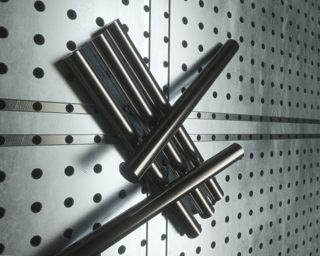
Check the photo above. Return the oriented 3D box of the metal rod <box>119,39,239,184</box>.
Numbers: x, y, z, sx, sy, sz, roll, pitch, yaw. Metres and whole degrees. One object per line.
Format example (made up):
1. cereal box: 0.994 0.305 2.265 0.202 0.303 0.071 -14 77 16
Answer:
1. metal rod: 0.043 -0.042 0.421 0.301 0.025 0.025 -51 121 -37

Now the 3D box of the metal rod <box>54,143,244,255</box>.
1. metal rod: -0.006 0.093 0.379 0.302 0.025 0.025 -27 108 -28

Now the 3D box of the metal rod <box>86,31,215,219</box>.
1. metal rod: 0.000 0.013 0.411 0.025 0.025 0.299 -47 118 -30

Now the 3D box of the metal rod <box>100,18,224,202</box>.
1. metal rod: 0.015 -0.007 0.423 0.025 0.025 0.299 -48 119 -29

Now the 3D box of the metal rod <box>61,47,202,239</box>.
1. metal rod: -0.022 0.036 0.392 0.025 0.025 0.299 -47 118 -30
